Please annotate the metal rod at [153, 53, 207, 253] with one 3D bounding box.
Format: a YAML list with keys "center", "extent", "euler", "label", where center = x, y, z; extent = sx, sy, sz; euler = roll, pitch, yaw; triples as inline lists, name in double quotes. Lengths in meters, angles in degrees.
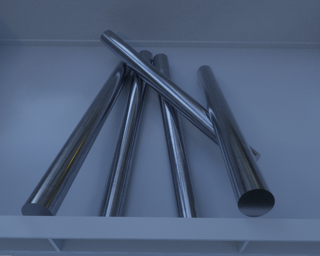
- center: [0.017, 0.005, 0.400]
  extent: [0.025, 0.025, 0.300]
  euler: [-5, 50, -4]
  label: "metal rod"

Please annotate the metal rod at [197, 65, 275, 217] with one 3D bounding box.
- center: [0.068, -0.017, 0.345]
  extent: [0.025, 0.025, 0.300]
  euler: [1, 27, 0]
  label: "metal rod"

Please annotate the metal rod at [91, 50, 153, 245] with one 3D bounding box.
- center: [-0.040, -0.002, 0.405]
  extent: [0.025, 0.025, 0.300]
  euler: [5, 50, 4]
  label: "metal rod"

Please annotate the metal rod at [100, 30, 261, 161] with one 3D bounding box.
- center: [0.009, -0.053, 0.415]
  extent: [0.025, 0.025, 0.300]
  euler: [-31, 57, -23]
  label: "metal rod"

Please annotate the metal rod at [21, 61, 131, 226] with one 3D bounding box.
- center: [-0.074, -0.015, 0.361]
  extent: [0.025, 0.025, 0.301]
  euler: [6, 33, 5]
  label: "metal rod"
